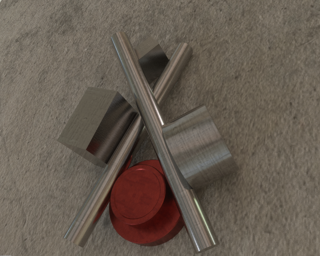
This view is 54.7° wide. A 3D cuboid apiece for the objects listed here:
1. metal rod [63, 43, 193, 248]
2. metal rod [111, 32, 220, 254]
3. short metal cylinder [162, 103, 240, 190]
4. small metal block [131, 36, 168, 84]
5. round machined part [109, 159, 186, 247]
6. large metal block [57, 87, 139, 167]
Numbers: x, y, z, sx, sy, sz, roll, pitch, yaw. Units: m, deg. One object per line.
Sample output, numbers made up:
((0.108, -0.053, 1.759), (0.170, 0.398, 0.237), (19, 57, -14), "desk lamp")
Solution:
((-0.028, 0.004, 0.397), (0.025, 0.025, 0.300), (12, 62, 33), "metal rod")
((-0.006, -0.006, 0.367), (0.025, 0.025, 0.299), (-29, 61, 10), "metal rod")
((0.044, 0.020, 0.334), (0.050, 0.080, 0.080), (-28, 52, 10), "short metal cylinder")
((-0.017, -0.097, 0.456), (0.050, 0.050, 0.025), (-38, 51, 2), "small metal block")
((-0.017, 0.081, 0.353), (0.098, 0.042, 0.098), (-13, 56, 20), "round machined part")
((-0.071, 0.004, 0.403), (0.050, 0.080, 0.080), (12, 68, 33), "large metal block")
